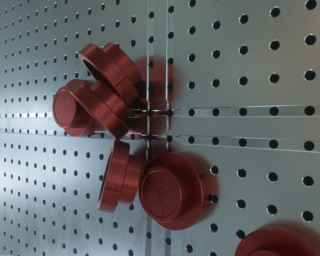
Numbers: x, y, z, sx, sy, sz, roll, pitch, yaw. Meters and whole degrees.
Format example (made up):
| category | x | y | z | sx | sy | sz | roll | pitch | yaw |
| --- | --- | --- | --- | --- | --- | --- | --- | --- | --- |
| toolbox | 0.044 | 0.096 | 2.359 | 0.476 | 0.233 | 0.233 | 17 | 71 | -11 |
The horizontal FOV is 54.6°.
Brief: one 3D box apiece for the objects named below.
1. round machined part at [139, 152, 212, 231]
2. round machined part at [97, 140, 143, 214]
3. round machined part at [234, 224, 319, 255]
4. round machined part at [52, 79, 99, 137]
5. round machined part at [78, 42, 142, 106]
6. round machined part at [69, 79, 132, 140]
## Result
| category | x | y | z | sx | sy | sz | roll | pitch | yaw |
| --- | --- | --- | --- | --- | --- | --- | --- | --- | --- |
| round machined part | 0.012 | 0.080 | 0.390 | 0.098 | 0.042 | 0.097 | 0 | 90 | 40 |
| round machined part | -0.053 | 0.068 | 0.422 | 0.098 | 0.042 | 0.098 | -164 | 89 | -80 |
| round machined part | 0.116 | 0.149 | 0.303 | 0.098 | 0.042 | 0.097 | 0 | 90 | 40 |
| round machined part | -0.143 | -0.034 | 0.519 | 0.098 | 0.042 | 0.097 | 0 | 90 | 40 |
| round machined part | -0.063 | -0.078 | 0.428 | 0.042 | 0.098 | 0.098 | -44 | 57 | -9 |
| round machined part | -0.078 | -0.030 | 0.440 | 0.042 | 0.098 | 0.098 | -45 | 57 | -9 |
